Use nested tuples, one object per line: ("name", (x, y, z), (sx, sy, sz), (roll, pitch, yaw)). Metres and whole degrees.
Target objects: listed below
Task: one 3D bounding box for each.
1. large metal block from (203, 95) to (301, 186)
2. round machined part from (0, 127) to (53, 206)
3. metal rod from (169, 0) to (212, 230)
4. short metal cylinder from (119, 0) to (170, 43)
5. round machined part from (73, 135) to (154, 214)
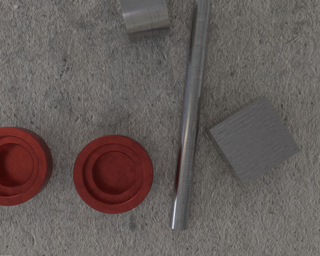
("large metal block", (0.115, 0.015, 0.399), (0.080, 0.050, 0.080), (-32, 90, 0))
("round machined part", (-0.187, 0.047, 0.400), (0.099, 0.042, 0.097), (0, 90, 0))
("metal rod", (0.040, -0.017, 0.410), (0.025, 0.025, 0.298), (6, 90, 0))
("short metal cylinder", (-0.021, -0.150, 0.382), (0.050, 0.080, 0.080), (-14, 90, 0))
("round machined part", (-0.057, 0.057, 0.401), (0.099, 0.042, 0.097), (0, 90, 0))
